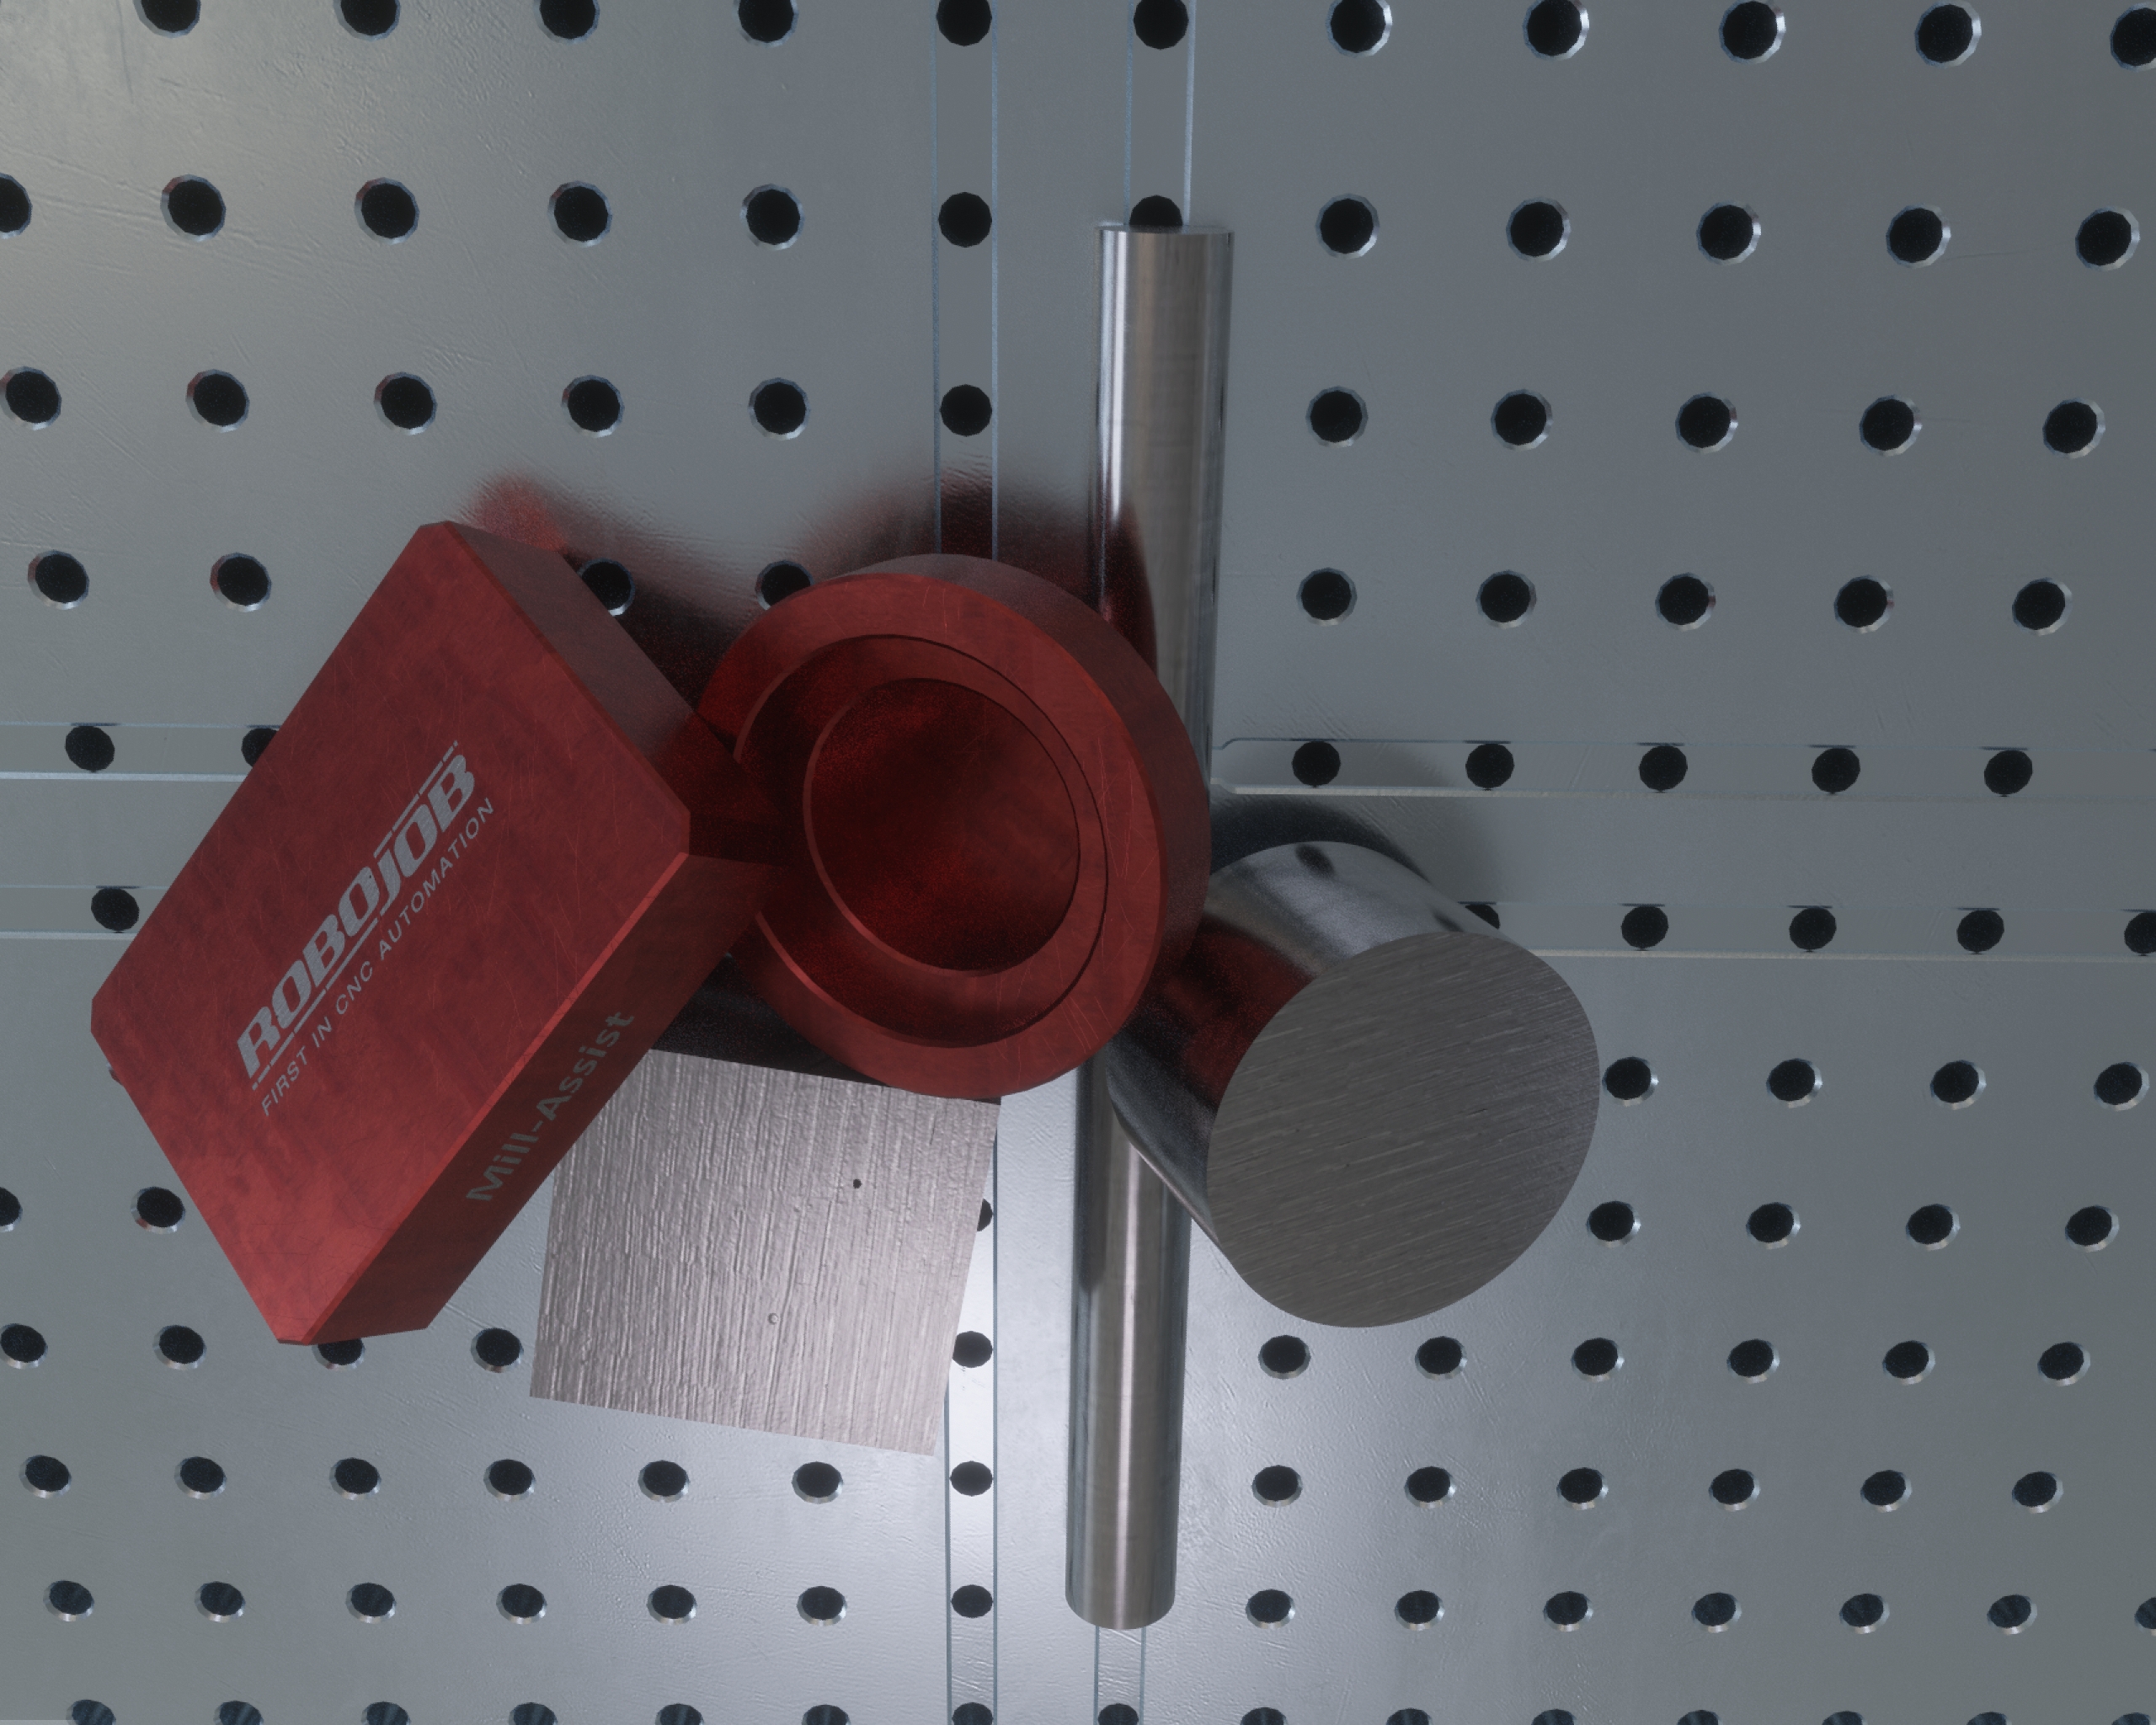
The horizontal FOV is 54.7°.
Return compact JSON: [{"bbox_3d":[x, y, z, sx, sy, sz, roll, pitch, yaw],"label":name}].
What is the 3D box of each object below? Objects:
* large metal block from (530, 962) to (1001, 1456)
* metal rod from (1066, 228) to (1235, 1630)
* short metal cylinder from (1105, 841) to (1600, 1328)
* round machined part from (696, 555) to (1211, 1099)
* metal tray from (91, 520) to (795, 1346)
[{"bbox_3d":[-0.061,0.067,0.424,0.081,0.050,0.079,10,110,-4],"label":"large metal block"},{"bbox_3d":[0.013,0.027,0.424,0.025,0.025,0.298,1,110,-1],"label":"metal rod"},{"bbox_3d":[0.052,0.042,0.402,0.081,0.050,0.079,-7,112,-19],"label":"short metal cylinder"},{"bbox_3d":[-0.021,-0.009,0.387,0.098,0.042,0.097,9,111,24],"label":"round machined part"},{"bbox_3d":[-0.122,0.014,0.388,0.130,0.030,0.090,-50,65,15],"label":"metal tray"}]
